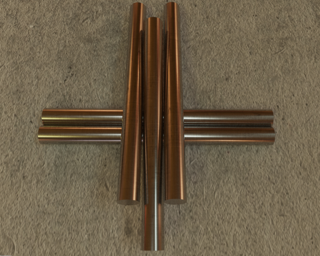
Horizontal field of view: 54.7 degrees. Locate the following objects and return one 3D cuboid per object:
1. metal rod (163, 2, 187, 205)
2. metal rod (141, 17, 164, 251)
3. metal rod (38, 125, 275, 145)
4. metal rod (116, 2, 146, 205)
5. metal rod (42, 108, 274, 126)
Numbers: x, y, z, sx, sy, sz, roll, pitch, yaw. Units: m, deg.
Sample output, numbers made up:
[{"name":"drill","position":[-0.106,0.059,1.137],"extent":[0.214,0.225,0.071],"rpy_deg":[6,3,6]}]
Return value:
[{"name":"metal rod","position":[0.017,-0.052,0.406],"extent":[0.025,0.025,0.299],"rpy_deg":[0,62,0]},{"name":"metal rod","position":[-0.008,-0.008,0.385],"extent":[0.025,0.025,0.299],"rpy_deg":[0,70,-1]},{"name":"metal rod","position":[-0.004,0.010,0.407],"extent":[0.302,0.025,0.025],"rpy_deg":[0,70,-1]},{"name":"metal rod","position":[-0.034,-0.051,0.405],"extent":[0.025,0.025,0.299],"rpy_deg":[0,62,0]},{"name":"metal rod","position":[-0.002,-0.014,0.415],"extent":[0.302,0.025,0.025],"rpy_deg":[0,70,-1]}]
